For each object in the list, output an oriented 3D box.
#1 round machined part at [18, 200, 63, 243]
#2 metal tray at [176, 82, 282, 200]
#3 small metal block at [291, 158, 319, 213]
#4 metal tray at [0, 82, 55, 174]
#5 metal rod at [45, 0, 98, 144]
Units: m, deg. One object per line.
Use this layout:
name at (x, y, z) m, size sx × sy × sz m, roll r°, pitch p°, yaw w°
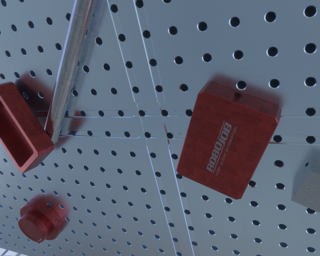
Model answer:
round machined part at (-0.261, 0.204, 0.661) m, size 0.098 × 0.042 × 0.097 m, roll 13°, pitch 124°, yaw 20°
metal tray at (0.078, 0.019, 0.378) m, size 0.090 × 0.030 × 0.129 m, roll 23°, pitch 127°, yaw 14°
small metal block at (0.187, 0.069, 0.356) m, size 0.050 × 0.025 × 0.050 m, roll 23°, pitch 127°, yaw 14°
metal tray at (-0.235, 0.001, 0.509) m, size 0.090 × 0.030 × 0.130 m, roll -36°, pitch 87°, yaw 42°
metal rod at (-0.125, -0.082, 0.423) m, size 0.025 × 0.025 × 0.298 m, roll 34°, pitch 129°, yaw 5°
